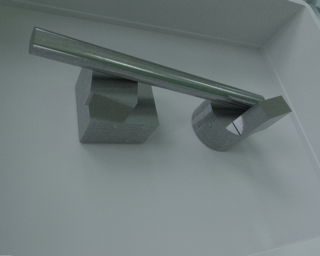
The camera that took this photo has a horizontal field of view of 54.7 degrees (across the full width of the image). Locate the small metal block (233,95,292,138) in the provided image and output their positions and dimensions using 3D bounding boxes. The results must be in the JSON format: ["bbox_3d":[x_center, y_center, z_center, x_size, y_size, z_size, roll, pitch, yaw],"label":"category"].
[{"bbox_3d":[0.133,-0.015,0.405,0.050,0.050,0.025,-16,70,-35],"label":"small metal block"}]

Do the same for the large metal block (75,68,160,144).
[{"bbox_3d":[-0.054,-0.028,0.375,0.081,0.050,0.080,3,61,-27],"label":"large metal block"}]

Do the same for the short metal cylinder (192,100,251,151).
[{"bbox_3d":[0.094,-0.013,0.448,0.081,0.050,0.080,14,56,-21],"label":"short metal cylinder"}]

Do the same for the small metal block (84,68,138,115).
[{"bbox_3d":[-0.052,-0.047,0.341,0.050,0.025,0.050,12,56,-22],"label":"small metal block"}]

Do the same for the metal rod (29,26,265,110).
[{"bbox_3d":[0.012,-0.056,0.356,0.302,0.025,0.025,10,57,-32],"label":"metal rod"}]
